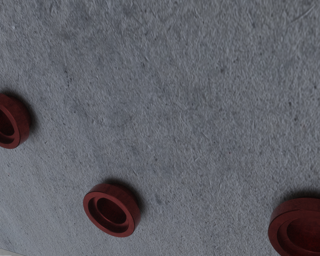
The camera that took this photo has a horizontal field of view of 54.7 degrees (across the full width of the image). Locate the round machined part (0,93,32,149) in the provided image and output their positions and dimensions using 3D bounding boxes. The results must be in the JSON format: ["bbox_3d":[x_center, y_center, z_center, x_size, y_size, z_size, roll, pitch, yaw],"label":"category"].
[{"bbox_3d":[-0.258,-0.016,0.522,0.098,0.042,0.097,13,124,21],"label":"round machined part"}]

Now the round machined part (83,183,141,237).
[{"bbox_3d":[-0.075,0.131,0.517,0.098,0.042,0.097,13,124,21],"label":"round machined part"}]

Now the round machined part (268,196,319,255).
[{"bbox_3d":[0.185,0.122,0.374,0.098,0.042,0.097,13,124,21],"label":"round machined part"}]
